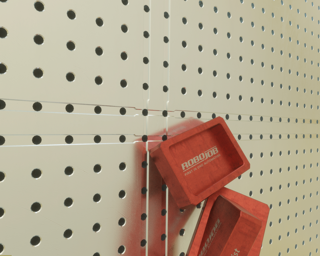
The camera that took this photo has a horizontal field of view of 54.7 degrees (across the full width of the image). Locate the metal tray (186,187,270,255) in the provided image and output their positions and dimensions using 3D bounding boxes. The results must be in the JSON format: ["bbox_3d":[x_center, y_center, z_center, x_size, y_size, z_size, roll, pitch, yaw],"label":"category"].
[{"bbox_3d":[0.096,0.156,0.442,0.090,0.030,0.130,22,60,7],"label":"metal tray"}]

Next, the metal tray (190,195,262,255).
[{"bbox_3d":[0.073,0.160,0.401,0.030,0.090,0.130,28,88,-7],"label":"metal tray"}]

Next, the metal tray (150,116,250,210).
[{"bbox_3d":[0.060,0.044,0.436,0.131,0.030,0.090,-22,80,-38],"label":"metal tray"}]
